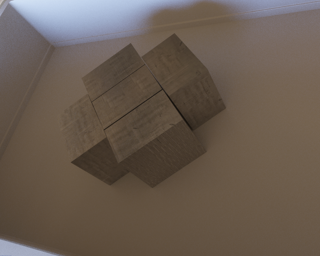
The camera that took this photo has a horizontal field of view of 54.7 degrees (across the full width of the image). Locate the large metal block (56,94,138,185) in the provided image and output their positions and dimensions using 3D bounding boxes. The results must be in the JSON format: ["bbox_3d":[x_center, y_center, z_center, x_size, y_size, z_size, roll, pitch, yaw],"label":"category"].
[{"bbox_3d":[-0.079,0.016,0.399,0.050,0.080,0.080,-35,52,5],"label":"large metal block"}]

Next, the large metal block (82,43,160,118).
[{"bbox_3d":[-0.044,-0.053,0.423,0.080,0.080,0.050,-35,52,5],"label":"large metal block"}]

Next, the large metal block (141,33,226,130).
[{"bbox_3d":[0.030,-0.057,0.387,0.050,0.080,0.080,-35,52,5],"label":"large metal block"}]

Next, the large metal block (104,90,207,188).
[{"bbox_3d":[-0.003,0.016,0.361,0.080,0.080,0.050,-35,52,5],"label":"large metal block"}]

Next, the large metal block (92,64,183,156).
[{"bbox_3d":[-0.024,-0.019,0.392,0.080,0.080,0.050,-35,52,5],"label":"large metal block"}]
